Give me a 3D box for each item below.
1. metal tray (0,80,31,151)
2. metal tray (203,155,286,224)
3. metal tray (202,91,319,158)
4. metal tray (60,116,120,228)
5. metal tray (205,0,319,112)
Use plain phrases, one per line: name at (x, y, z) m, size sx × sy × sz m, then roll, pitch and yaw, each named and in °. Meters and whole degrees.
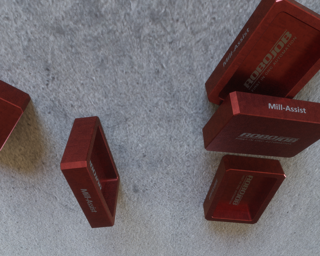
metal tray at (-0.238, -0.033, 0.372) m, size 0.131 × 0.030 × 0.090 m, roll 29°, pitch 124°, yaw -23°
metal tray at (0.129, 0.101, 0.492) m, size 0.091 × 0.030 × 0.129 m, roll 6°, pitch 130°, yaw -6°
metal tray at (0.129, 0.000, 0.379) m, size 0.131 × 0.030 × 0.090 m, roll 6°, pitch 149°, yaw -14°
metal tray at (-0.087, 0.060, 0.414) m, size 0.030 × 0.090 × 0.129 m, roll -7°, pitch 130°, yaw 5°
metal tray at (0.122, -0.071, 0.345) m, size 0.091 × 0.030 × 0.129 m, roll 20°, pitch 127°, yaw -17°
